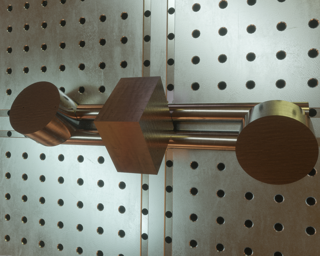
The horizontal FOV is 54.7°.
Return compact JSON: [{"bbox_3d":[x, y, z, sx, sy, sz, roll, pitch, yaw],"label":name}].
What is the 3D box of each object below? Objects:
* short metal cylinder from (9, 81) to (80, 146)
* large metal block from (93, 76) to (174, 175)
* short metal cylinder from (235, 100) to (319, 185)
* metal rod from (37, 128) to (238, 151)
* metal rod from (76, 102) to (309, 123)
[{"bbox_3d":[-0.163,-0.019,0.441,0.080,0.050,0.080,-7,65,16],"label":"short metal cylinder"},{"bbox_3d":[-0.025,-0.004,0.360,0.050,0.080,0.080,1,132,20],"label":"large metal block"},{"bbox_3d":[0.127,0.015,0.340,0.080,0.050,0.079,8,115,17],"label":"short metal cylinder"},{"bbox_3d":[-0.044,0.014,0.427,0.301,0.025,0.025,1,90,19],"label":"metal rod"},{"bbox_3d":[0.026,-0.020,0.402,0.301,0.025,0.025,1,90,19],"label":"metal rod"}]
